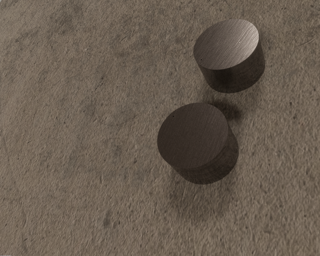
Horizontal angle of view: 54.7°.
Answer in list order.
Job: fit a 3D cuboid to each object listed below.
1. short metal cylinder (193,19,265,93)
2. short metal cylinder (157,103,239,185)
[{"bbox_3d":[0.089,-0.092,0.397,0.080,0.050,0.080,-13,56,20],"label":"short metal cylinder"},{"bbox_3d":[0.044,0.018,0.353,0.080,0.050,0.080,-13,56,20],"label":"short metal cylinder"}]
